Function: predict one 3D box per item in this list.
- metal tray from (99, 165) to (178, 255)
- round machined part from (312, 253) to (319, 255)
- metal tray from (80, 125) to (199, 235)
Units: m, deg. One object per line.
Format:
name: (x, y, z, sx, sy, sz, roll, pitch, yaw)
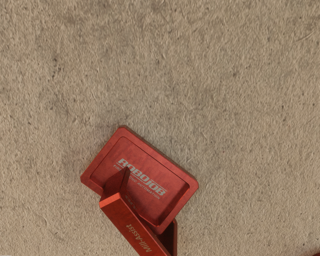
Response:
metal tray: (-0.023, 0.117, 0.416, 0.030, 0.090, 0.130, -30, 108, 15)
round machined part: (0.270, 0.238, 0.492, 0.099, 0.042, 0.097, 0, 110, -1)
metal tray: (-0.026, 0.069, 0.413, 0.130, 0.030, 0.090, 37, 93, -6)
